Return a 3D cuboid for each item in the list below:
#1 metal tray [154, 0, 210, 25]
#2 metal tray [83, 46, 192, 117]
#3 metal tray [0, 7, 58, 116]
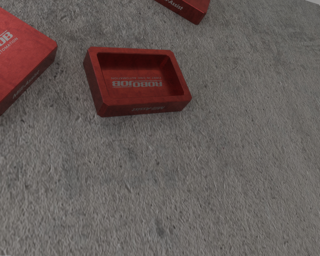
[{"bbox_3d":[0.030,-0.257,0.573,0.131,0.030,0.090,27,52,-12],"label":"metal tray"},{"bbox_3d":[-0.029,-0.065,0.423,0.131,0.030,0.090,-6,65,-31],"label":"metal tray"},{"bbox_3d":[-0.189,-0.073,0.343,0.090,0.030,0.130,32,52,-8],"label":"metal tray"}]
